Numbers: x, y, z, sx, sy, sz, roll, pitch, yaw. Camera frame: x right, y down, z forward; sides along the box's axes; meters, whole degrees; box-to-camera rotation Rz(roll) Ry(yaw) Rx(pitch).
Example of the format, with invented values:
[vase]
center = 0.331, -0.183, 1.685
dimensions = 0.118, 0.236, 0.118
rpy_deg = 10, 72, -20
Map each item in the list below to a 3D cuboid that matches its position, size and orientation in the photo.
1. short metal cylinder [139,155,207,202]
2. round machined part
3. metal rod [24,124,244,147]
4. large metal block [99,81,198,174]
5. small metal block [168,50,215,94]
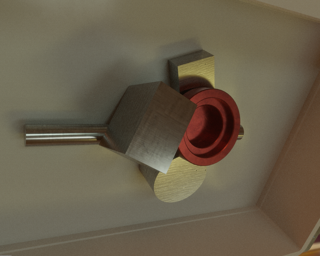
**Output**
[short metal cylinder]
center = 0.018, 0.057, 0.436
dimensions = 0.081, 0.050, 0.079
rpy_deg = -14, 125, -21
[round machined part]
center = 0.052, -0.004, 0.399
dimensions = 0.099, 0.042, 0.097
rpy_deg = -7, 104, -27
[metal rod]
center = -0.012, 0.007, 0.404
dimensions = 0.303, 0.025, 0.025
rpy_deg = 0, 119, -29
[large metal block]
center = -0.016, -0.002, 0.344
dimensions = 0.050, 0.080, 0.080
rpy_deg = 30, 79, -27
[small metal block]
center = 0.041, -0.065, 0.391
dimensions = 0.050, 0.025, 0.050
rpy_deg = -19, 126, -17
